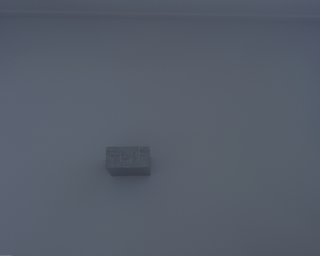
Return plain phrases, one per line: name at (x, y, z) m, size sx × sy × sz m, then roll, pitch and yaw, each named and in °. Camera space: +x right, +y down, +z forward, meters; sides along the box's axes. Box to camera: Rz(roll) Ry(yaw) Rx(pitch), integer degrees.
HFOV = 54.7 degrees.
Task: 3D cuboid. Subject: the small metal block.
small metal block at (-0.037, 0.042, 0.381) m, size 0.050 × 0.050 × 0.025 m, roll -1°, pitch 70°, yaw -1°
